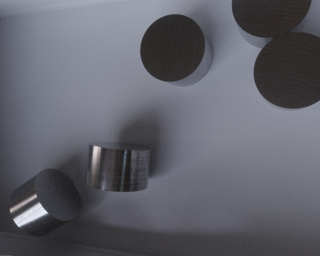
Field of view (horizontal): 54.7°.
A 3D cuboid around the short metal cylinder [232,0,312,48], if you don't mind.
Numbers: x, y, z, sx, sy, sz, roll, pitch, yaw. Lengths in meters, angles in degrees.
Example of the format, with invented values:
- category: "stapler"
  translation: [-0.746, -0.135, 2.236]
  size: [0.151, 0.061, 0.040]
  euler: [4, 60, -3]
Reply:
- category: "short metal cylinder"
  translation: [0.126, -0.136, 0.353]
  size: [0.080, 0.050, 0.080]
  euler: [0, 90, 20]

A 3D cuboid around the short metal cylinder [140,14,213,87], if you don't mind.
- category: "short metal cylinder"
  translation: [0.022, -0.095, 0.389]
  size: [0.080, 0.050, 0.080]
  euler: [0, 90, 20]

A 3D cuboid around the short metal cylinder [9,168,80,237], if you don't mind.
- category: "short metal cylinder"
  translation: [-0.161, 0.105, 0.438]
  size: [0.050, 0.080, 0.080]
  euler: [-34, 79, 17]

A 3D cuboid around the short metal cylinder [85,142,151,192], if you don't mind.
- category: "short metal cylinder"
  translation: [-0.053, 0.048, 0.400]
  size: [0.080, 0.080, 0.050]
  euler: [6, 92, 20]

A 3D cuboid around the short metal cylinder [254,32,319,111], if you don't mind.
- category: "short metal cylinder"
  translation: [0.148, -0.060, 0.345]
  size: [0.080, 0.050, 0.080]
  euler: [0, 90, 20]
